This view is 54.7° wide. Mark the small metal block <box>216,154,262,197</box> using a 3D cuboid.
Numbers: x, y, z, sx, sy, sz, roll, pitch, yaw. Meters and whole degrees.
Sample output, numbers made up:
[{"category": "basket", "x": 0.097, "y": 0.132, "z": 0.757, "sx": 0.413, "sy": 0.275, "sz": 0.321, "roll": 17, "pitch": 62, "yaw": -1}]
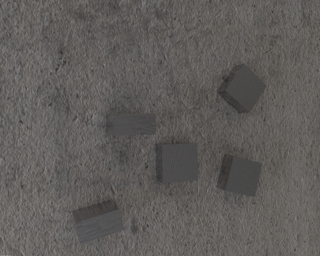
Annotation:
[{"category": "small metal block", "x": 0.116, "y": 0.069, "z": 0.452, "sx": 0.050, "sy": 0.025, "sz": 0.050, "roll": 16, "pitch": 85, "yaw": -20}]

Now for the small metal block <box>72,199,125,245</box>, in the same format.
[{"category": "small metal block", "x": -0.075, "y": 0.110, "z": 0.368, "sx": 0.050, "sy": 0.050, "sz": 0.025, "roll": -13, "pitch": 95, "yaw": -20}]

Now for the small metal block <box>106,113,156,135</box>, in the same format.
[{"category": "small metal block", "x": -0.037, "y": -0.005, "z": 0.382, "sx": 0.050, "sy": 0.050, "sz": 0.025, "roll": -1, "pitch": 91, "yaw": -20}]

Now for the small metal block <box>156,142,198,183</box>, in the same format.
[{"category": "small metal block", "x": 0.022, "y": 0.046, "z": 0.417, "sx": 0.050, "sy": 0.025, "sz": 0.050, "roll": -2, "pitch": 91, "yaw": -20}]

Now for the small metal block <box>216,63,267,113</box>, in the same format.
[{"category": "small metal block", "x": 0.120, "y": -0.057, "z": 0.453, "sx": 0.050, "sy": 0.025, "sz": 0.050, "roll": 39, "pitch": 77, "yaw": -16}]
